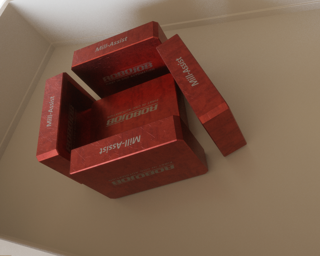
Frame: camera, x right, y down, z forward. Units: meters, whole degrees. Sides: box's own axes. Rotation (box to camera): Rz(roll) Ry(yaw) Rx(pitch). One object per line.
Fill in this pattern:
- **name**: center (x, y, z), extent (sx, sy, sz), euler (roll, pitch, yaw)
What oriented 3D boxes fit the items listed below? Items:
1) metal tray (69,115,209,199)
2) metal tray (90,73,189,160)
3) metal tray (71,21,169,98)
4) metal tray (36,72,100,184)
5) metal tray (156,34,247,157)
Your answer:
- **metal tray**: center (-0.022, 0.038, 0.348), extent (0.130, 0.090, 0.030), euler (-19, 55, 17)
- **metal tray**: center (-0.031, -0.013, 0.422), extent (0.130, 0.030, 0.090), euler (-18, 55, 17)
- **metal tray**: center (-0.045, -0.088, 0.437), extent (0.130, 0.090, 0.030), euler (-15, 56, 19)
- **metal tray**: center (-0.118, 0.000, 0.421), extent (0.030, 0.090, 0.130), euler (-19, 54, 17)
- **metal tray**: center (0.047, -0.039, 0.360), extent (0.030, 0.090, 0.130), euler (-32, 52, 8)
